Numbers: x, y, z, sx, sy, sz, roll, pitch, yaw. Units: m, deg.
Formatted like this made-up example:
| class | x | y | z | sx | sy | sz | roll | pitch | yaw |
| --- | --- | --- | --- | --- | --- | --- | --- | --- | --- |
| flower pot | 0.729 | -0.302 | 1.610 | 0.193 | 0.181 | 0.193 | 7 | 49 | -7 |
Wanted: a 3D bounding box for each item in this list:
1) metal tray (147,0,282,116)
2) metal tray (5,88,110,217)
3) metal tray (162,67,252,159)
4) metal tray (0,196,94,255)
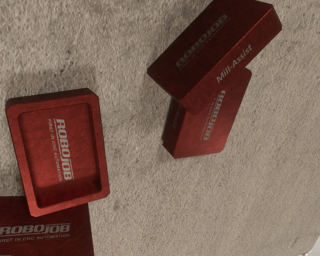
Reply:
| class | x | y | z | sx | sy | sz | roll | pitch | yaw |
| --- | --- | --- | --- | --- | --- | --- | --- | --- | --- |
| metal tray | 0.055 | -0.085 | 0.343 | 0.130 | 0.090 | 0.030 | -46 | 130 | 3 |
| metal tray | -0.109 | 0.026 | 0.345 | 0.091 | 0.030 | 0.129 | -12 | 113 | -23 |
| metal tray | 0.062 | -0.023 | 0.417 | 0.091 | 0.030 | 0.129 | -4 | 123 | -32 |
| metal tray | -0.148 | 0.127 | 0.360 | 0.131 | 0.090 | 0.030 | 7 | 140 | -32 |
